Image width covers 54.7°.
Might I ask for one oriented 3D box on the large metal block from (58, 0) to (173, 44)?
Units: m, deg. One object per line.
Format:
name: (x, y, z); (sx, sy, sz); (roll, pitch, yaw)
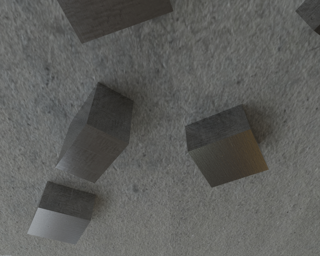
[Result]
large metal block: (-0.036, -0.124, 0.265); (0.080, 0.080, 0.050); (-15, 129, 12)

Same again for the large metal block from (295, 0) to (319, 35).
large metal block: (0.197, -0.115, 0.296); (0.080, 0.050, 0.080); (26, 125, -21)

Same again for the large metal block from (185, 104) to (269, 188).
large metal block: (0.089, 0.026, 0.415); (0.080, 0.050, 0.080); (-22, 127, 17)

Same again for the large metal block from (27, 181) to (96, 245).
large metal block: (-0.161, 0.141, 0.509); (0.080, 0.050, 0.079); (21, 127, -17)

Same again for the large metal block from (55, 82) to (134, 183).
large metal block: (-0.077, 0.006, 0.375); (0.050, 0.080, 0.080); (28, 125, -22)
